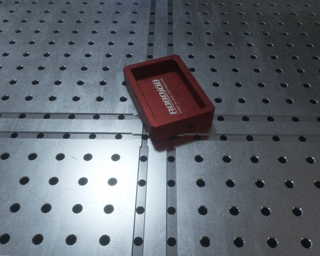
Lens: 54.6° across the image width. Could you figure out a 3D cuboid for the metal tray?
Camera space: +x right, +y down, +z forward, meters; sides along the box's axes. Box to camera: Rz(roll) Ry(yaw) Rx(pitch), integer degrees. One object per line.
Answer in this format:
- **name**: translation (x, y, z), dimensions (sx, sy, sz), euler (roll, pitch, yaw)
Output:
- **metal tray**: translation (0.009, -0.048, 0.445), dimensions (0.091, 0.030, 0.130), euler (-16, 52, -14)
